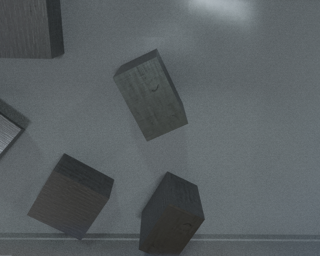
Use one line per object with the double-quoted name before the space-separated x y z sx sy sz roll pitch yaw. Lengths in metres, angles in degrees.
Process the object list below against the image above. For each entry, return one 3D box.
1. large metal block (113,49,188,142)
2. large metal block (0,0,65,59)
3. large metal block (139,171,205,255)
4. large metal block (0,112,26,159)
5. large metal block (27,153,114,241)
"large metal block" -0.009 -0.042 0.366 0.050 0.080 0.080 -24 109 8
"large metal block" -0.159 -0.123 0.350 0.081 0.050 0.079 1 110 -1
"large metal block" 0.014 0.120 0.427 0.050 0.080 0.080 27 108 -10
"large metal block" -0.230 0.009 0.381 0.080 0.050 0.080 39 78 -14
"large metal block" -0.122 0.095 0.432 0.080 0.050 0.080 31 107 -11
